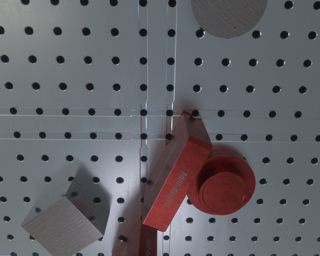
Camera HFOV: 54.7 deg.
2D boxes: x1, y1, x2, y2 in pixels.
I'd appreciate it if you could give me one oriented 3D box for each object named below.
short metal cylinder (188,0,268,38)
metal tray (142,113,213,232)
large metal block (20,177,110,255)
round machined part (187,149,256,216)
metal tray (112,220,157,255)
[{"bbox_3d":[0.073,-0.144,0.348,0.081,0.050,0.079,0,110,0],"label":"short metal cylinder"},{"bbox_3d":[0.018,0.055,0.398,0.030,0.090,0.129,23,108,-8],"label":"metal tray"},{"bbox_3d":[-0.134,0.132,0.447,0.080,0.050,0.080,-34,107,11],"label":"large metal block"},{"bbox_3d":[0.085,0.083,0.436,0.099,0.042,0.097,0,110,0],"label":"round machined part"},{"bbox_3d":[-0.041,0.202,0.431,0.030,0.130,0.090,33,107,-12],"label":"metal tray"}]
